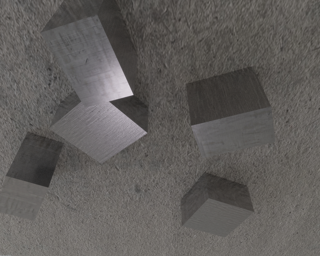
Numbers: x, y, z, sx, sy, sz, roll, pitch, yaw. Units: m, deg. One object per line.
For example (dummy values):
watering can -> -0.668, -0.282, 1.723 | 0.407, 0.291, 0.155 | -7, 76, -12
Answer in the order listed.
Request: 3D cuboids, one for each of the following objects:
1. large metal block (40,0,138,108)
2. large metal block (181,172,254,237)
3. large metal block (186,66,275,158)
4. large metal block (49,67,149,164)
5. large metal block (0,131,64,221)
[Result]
large metal block -> -0.061, -0.080, 0.302 | 0.050, 0.080, 0.080 | -14, 129, 11
large metal block -> 0.089, 0.125, 0.498 | 0.080, 0.050, 0.079 | 20, 127, -17
large metal block -> 0.078, -0.019, 0.355 | 0.080, 0.080, 0.050 | -14, 129, 11
large metal block -> -0.071, -0.013, 0.379 | 0.080, 0.050, 0.080 | -34, 123, 25
large metal block -> -0.177, 0.066, 0.426 | 0.050, 0.080, 0.080 | 21, 127, -17
